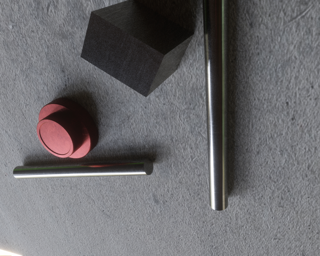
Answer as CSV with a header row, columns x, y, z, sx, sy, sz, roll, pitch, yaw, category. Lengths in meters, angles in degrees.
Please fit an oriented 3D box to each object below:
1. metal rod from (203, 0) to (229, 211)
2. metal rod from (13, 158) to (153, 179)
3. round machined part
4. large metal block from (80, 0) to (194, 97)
x,y,z,sx,sy,sz,roll,pitch,yaw,category
0.066,-0.024,0.356,0.025,0.025,0.298,7,122,24,metal rod
-0.145,0.071,0.524,0.300,0.025,0.025,-7,115,30,metal rod
-0.148,0.007,0.476,0.098,0.042,0.097,13,124,20,round machined part
-0.022,-0.088,0.327,0.080,0.080,0.050,32,128,7,large metal block
